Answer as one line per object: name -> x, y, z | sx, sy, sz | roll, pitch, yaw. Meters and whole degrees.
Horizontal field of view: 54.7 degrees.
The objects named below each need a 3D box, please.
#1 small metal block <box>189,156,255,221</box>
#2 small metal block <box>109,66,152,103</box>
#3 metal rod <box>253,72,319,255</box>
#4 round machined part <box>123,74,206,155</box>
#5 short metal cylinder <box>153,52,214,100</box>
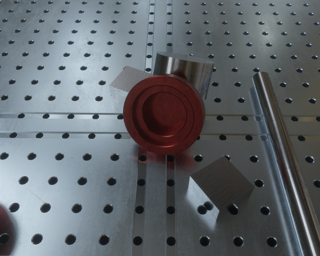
small metal block -> 0.069, 0.067, 0.352 | 0.050, 0.025, 0.050 | -27, 55, -21
small metal block -> -0.039, -0.061, 0.459 | 0.050, 0.025, 0.050 | 21, 53, 17
metal rod -> 0.153, 0.039, 0.375 | 0.025, 0.025, 0.300 | 0, 50, 0
round machined part -> 0.008, -0.019, 0.387 | 0.098, 0.097, 0.042 | 13, 19, 10
short metal cylinder -> 0.030, -0.073, 0.430 | 0.081, 0.050, 0.080 | 9, 19, -3
